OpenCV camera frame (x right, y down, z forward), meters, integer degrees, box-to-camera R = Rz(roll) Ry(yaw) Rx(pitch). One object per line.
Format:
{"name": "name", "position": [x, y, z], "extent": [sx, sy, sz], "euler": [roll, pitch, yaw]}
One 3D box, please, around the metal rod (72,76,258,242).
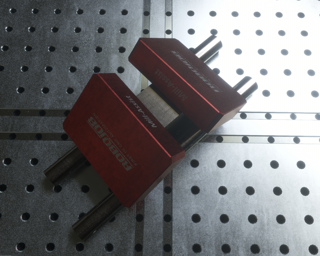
{"name": "metal rod", "position": [0.016, 0.031, 0.401], "extent": [0.301, 0.025, 0.025], "euler": [-40, 75, -14]}

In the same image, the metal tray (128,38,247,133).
{"name": "metal tray", "position": [0.035, -0.057, 0.375], "extent": [0.130, 0.030, 0.091], "euler": [45, 32, 14]}

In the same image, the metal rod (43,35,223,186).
{"name": "metal rod", "position": [-0.027, -0.032, 0.423], "extent": [0.301, 0.025, 0.025], "euler": [-41, 75, -14]}

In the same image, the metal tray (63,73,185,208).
{"name": "metal tray", "position": [-0.045, 0.012, 0.349], "extent": [0.130, 0.030, 0.090], "euler": [48, 120, 15]}

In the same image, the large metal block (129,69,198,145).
{"name": "large metal block", "position": [0.001, -0.016, 0.388], "extent": [0.080, 0.080, 0.050], "euler": [-40, 75, -13]}
